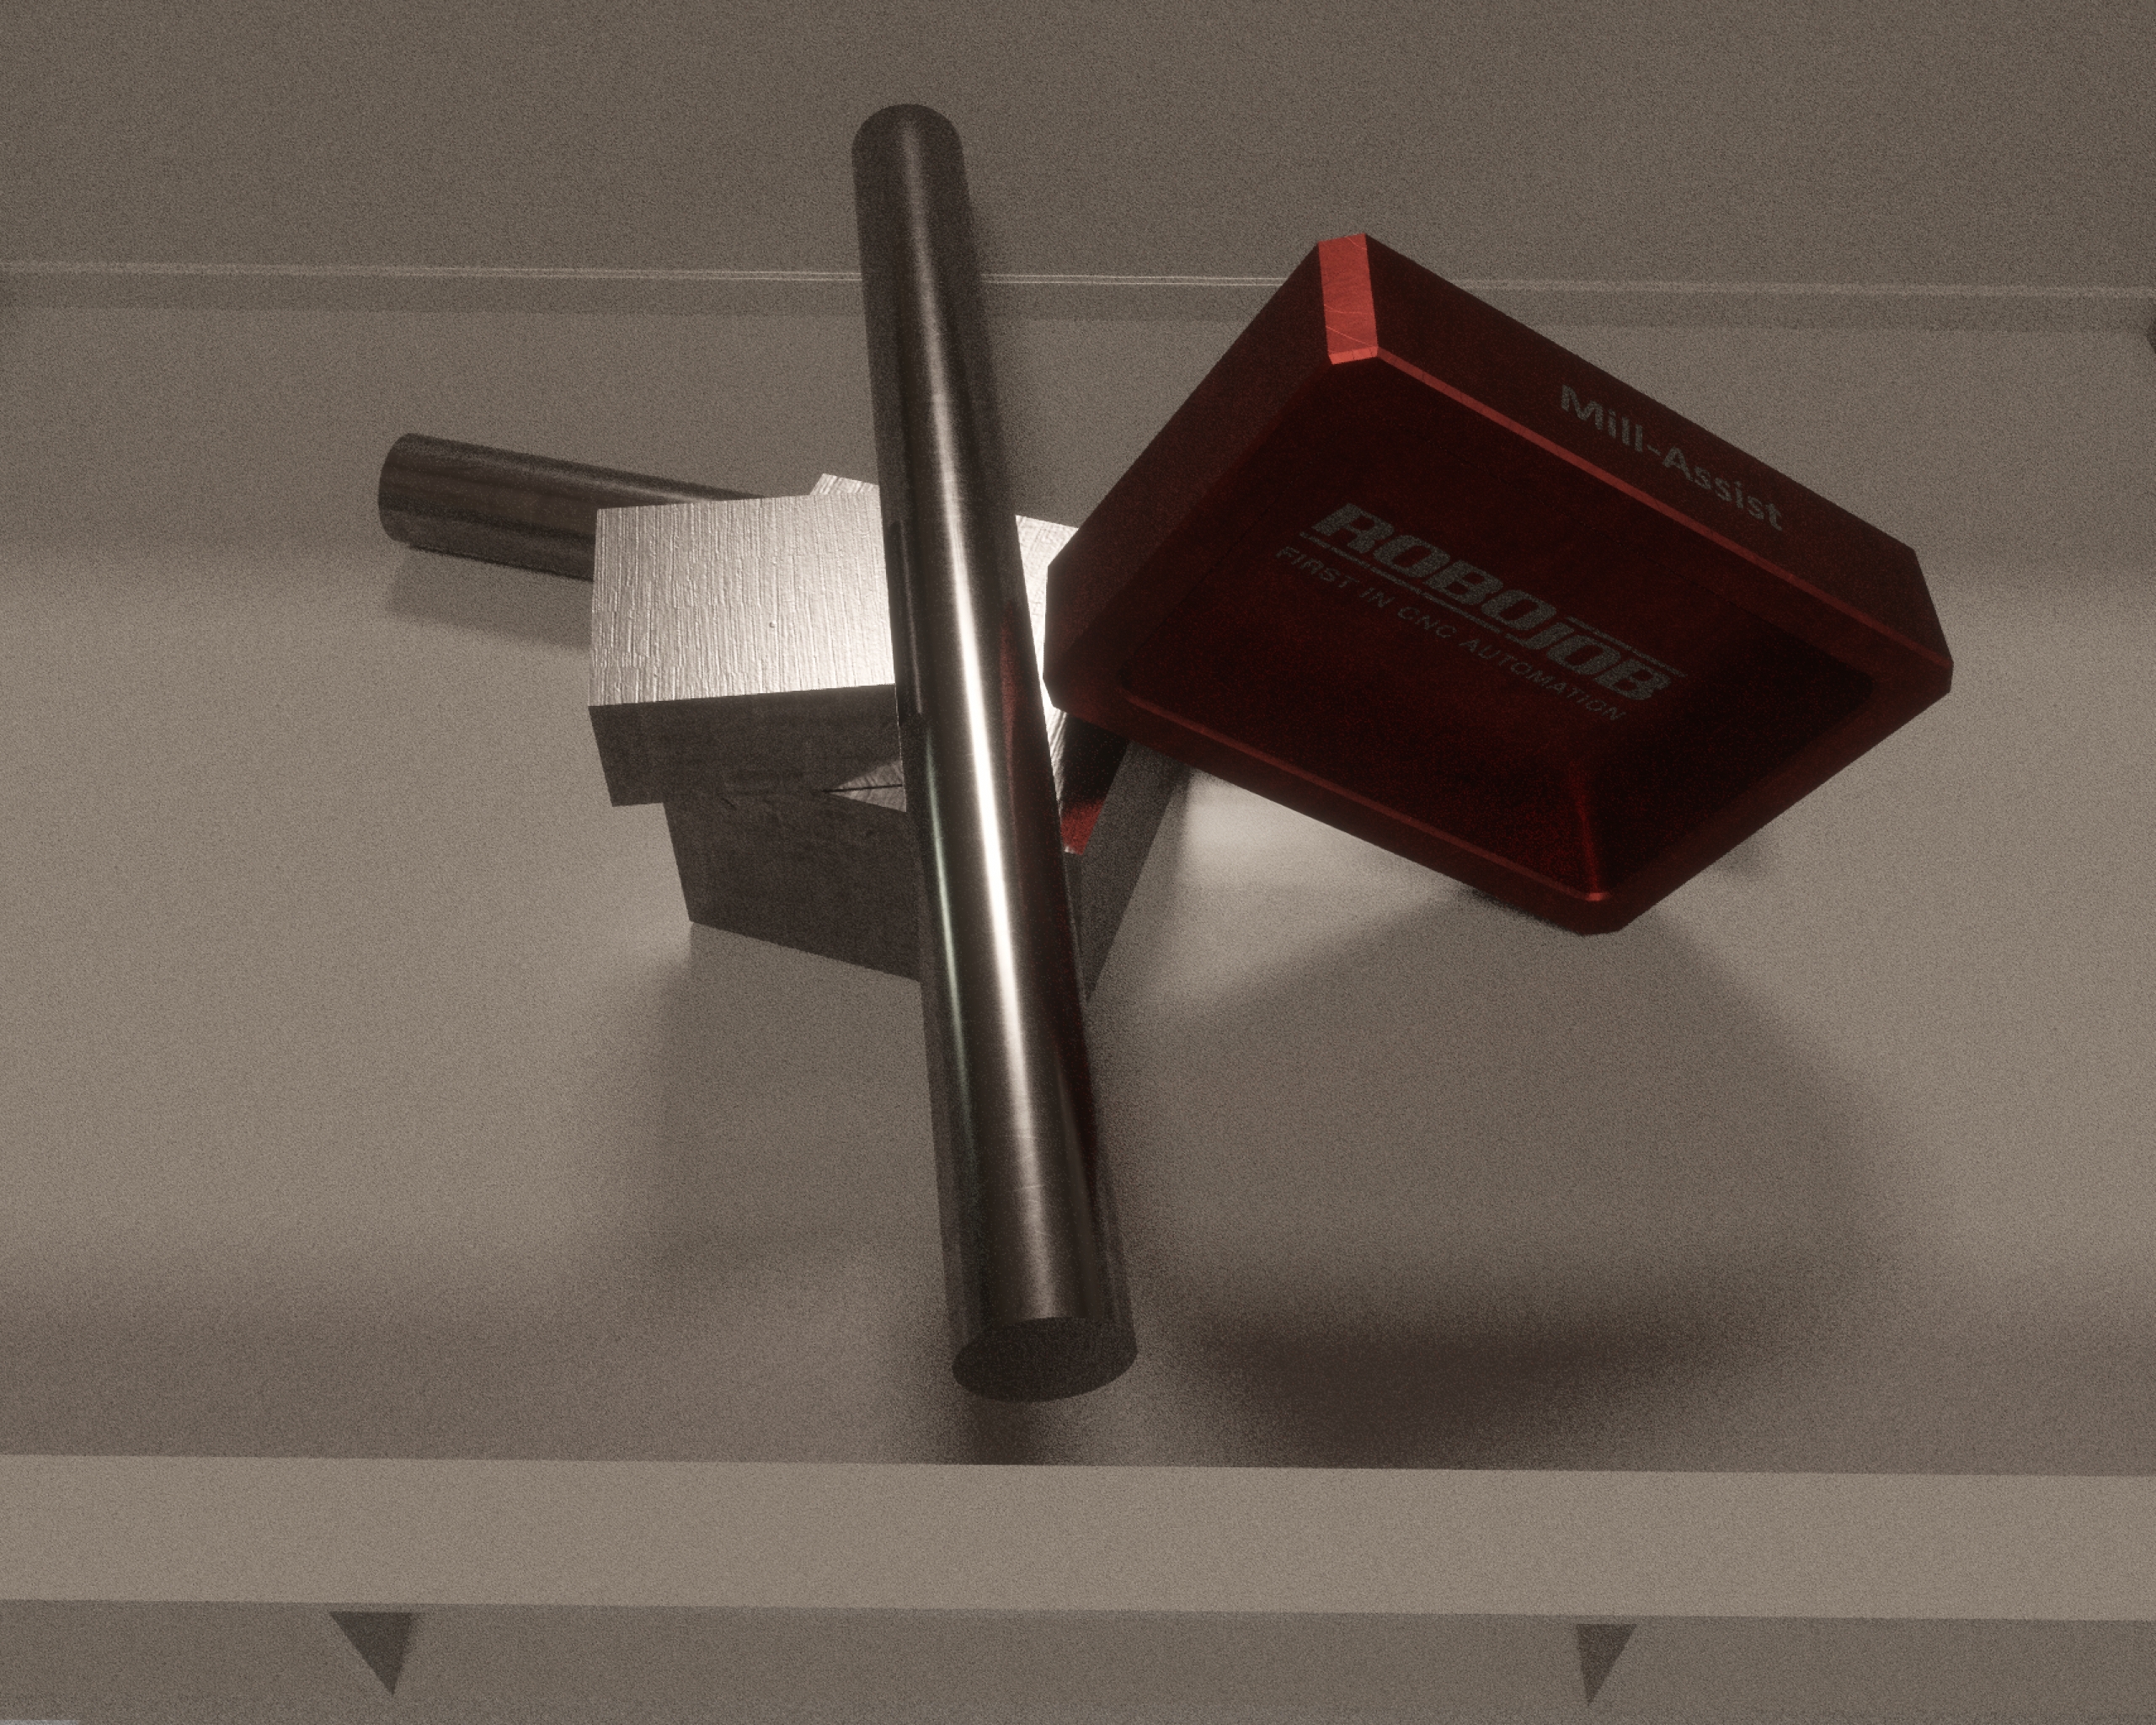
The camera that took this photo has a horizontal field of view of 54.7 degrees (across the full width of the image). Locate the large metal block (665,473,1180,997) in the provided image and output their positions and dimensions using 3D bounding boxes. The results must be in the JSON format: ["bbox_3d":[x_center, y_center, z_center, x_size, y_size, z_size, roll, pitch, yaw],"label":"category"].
[{"bbox_3d":[-0.025,-0.024,0.407,0.080,0.050,0.080,14,51,11],"label":"large metal block"}]

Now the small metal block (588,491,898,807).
[{"bbox_3d":[-0.058,-0.039,0.370,0.050,0.025,0.050,-5,50,-5],"label":"small metal block"}]

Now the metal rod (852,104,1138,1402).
[{"bbox_3d":[-0.022,-0.047,0.377,0.025,0.025,0.300,-5,50,-5],"label":"metal rod"}]

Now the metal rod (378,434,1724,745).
[{"bbox_3d":[-0.006,-0.056,0.451,0.301,0.025,0.025,11,51,9],"label":"metal rod"}]

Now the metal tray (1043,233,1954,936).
[{"bbox_3d":[0.071,-0.041,0.362,0.131,0.090,0.030,22,47,-24],"label":"metal tray"}]
